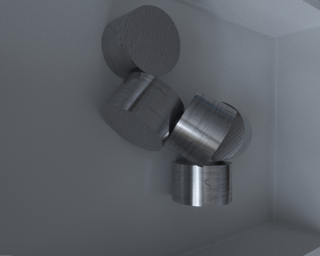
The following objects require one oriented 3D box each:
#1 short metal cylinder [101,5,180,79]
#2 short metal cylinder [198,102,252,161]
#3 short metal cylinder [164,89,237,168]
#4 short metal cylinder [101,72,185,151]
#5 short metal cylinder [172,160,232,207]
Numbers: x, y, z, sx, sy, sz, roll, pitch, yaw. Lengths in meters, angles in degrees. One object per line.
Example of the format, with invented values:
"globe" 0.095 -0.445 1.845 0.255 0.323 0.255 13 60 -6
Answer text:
"short metal cylinder" -0.022 -0.099 0.371 0.081 0.050 0.080 0 90 -40
"short metal cylinder" 0.083 0.005 0.431 0.050 0.080 0.080 8 84 -64
"short metal cylinder" 0.047 0.001 0.369 0.050 0.080 0.080 32 65 3
"short metal cylinder" -0.019 -0.017 0.354 0.080 0.080 0.050 48 62 -30
"short metal cylinder" 0.056 0.071 0.418 0.081 0.080 0.050 0 90 -40
